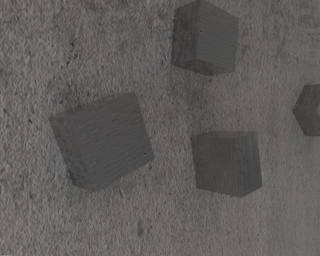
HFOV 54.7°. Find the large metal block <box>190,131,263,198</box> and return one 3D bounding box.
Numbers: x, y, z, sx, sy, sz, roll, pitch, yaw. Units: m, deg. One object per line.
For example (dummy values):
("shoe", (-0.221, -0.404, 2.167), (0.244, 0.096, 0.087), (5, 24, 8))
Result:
("large metal block", (0.095, 0.048, 0.448), (0.050, 0.080, 0.079), (-13, 99, -39))

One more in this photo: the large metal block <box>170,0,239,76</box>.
("large metal block", (0.065, -0.124, 0.442), (0.081, 0.050, 0.080), (8, 85, -40))

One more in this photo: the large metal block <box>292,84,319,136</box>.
("large metal block", (0.340, -0.038, 0.672), (0.080, 0.050, 0.080), (50, 61, -28))

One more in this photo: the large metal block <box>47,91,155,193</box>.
("large metal block", (-0.061, 0.012, 0.337), (0.081, 0.050, 0.080), (-26, 107, -37))
